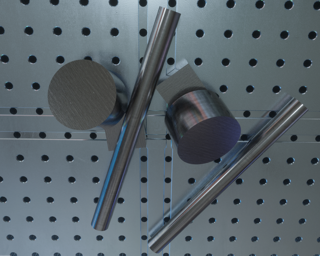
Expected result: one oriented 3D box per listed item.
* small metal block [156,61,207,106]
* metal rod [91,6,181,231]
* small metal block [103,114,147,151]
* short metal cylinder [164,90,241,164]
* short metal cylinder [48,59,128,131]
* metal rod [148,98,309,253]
[{"bbox_3d":[0.029,-0.049,0.395,0.050,0.025,0.050,-35,107,12],"label":"small metal block"},{"bbox_3d":[-0.037,0.003,0.387,0.025,0.025,0.298,18,109,-7],"label":"metal rod"},{"bbox_3d":[-0.046,0.001,0.413,0.050,0.025,0.050,-6,110,2],"label":"small metal block"},{"bbox_3d":[0.051,0.000,0.383,0.081,0.050,0.080,-12,136,-12],"label":"short metal cylinder"},{"bbox_3d":[-0.084,-0.036,0.371,0.080,0.050,0.080,0,88,8],"label":"short metal cylinder"},{"bbox_3d":[0.087,0.076,0.442,0.025,0.025,0.299,38,105,-13],"label":"metal rod"}]
